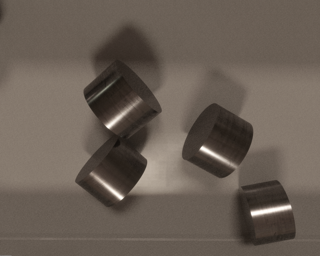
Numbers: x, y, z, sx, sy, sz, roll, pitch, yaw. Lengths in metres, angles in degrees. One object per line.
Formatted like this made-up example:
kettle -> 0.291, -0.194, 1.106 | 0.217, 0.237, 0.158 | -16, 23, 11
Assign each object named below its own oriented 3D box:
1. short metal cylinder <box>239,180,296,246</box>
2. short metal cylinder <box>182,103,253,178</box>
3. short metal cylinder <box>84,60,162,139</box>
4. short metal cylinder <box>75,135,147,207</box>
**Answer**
short metal cylinder -> 0.145, 0.116, 0.427 | 0.050, 0.080, 0.079 | -12, 110, 4
short metal cylinder -> 0.070, 0.016, 0.389 | 0.050, 0.080, 0.080 | 29, 107, -11
short metal cylinder -> -0.043, -0.034, 0.369 | 0.050, 0.080, 0.080 | -39, 106, 13
short metal cylinder -> -0.063, 0.054, 0.401 | 0.080, 0.080, 0.050 | -43, 105, 14
